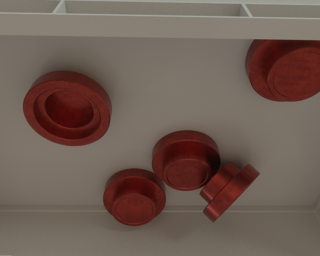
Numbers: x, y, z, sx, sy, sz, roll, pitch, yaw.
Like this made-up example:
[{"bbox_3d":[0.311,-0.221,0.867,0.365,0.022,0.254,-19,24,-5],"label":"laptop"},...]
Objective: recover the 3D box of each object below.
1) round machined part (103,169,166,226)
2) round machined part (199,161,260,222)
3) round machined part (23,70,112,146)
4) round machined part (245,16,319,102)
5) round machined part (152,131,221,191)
[{"bbox_3d":[-0.040,0.115,0.485,0.099,0.042,0.097,-1,120,-2],"label":"round machined part"},{"bbox_3d":[0.096,0.087,0.451,0.042,0.099,0.097,44,129,19],"label":"round machined part"},{"bbox_3d":[-0.107,-0.027,0.373,0.099,0.042,0.097,-1,130,0],"label":"round machined part"},{"bbox_3d":[0.149,-0.068,0.342,0.099,0.042,0.097,-1,130,0],"label":"round machined part"},{"bbox_3d":[0.038,0.053,0.444,0.099,0.042,0.097,-1,130,0],"label":"round machined part"}]
